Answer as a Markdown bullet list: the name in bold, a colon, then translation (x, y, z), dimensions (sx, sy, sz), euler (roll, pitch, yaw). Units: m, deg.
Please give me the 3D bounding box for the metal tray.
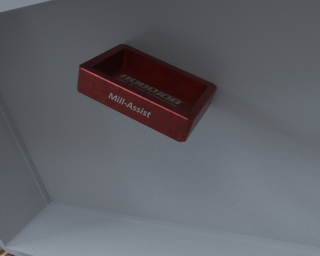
- **metal tray**: translation (-0.012, -0.044, 0.344), dimensions (0.130, 0.090, 0.030), euler (26, 128, 11)
